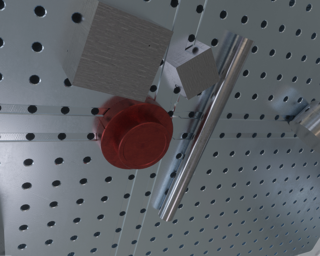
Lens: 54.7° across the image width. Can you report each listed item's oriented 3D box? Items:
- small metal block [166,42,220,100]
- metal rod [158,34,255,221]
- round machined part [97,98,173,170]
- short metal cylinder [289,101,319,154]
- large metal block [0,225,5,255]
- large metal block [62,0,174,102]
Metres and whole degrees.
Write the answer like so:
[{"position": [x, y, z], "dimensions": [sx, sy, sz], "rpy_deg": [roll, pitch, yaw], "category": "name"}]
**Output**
[{"position": [0.043, -0.072, 0.390], "dimensions": [0.050, 0.025, 0.050], "rpy_deg": [-32, 129, -8], "category": "small metal block"}, {"position": [0.060, 0.014, 0.452], "dimensions": [0.025, 0.025, 0.298], "rpy_deg": [8, 115, -32], "category": "metal rod"}, {"position": [-0.027, 0.013, 0.394], "dimensions": [0.099, 0.042, 0.097], "rpy_deg": [-14, 124, -21], "category": "round machined part"}, {"position": [0.268, 0.000, 0.522], "dimensions": [0.050, 0.080, 0.080], "rpy_deg": [-43, 129, 2], "category": "short metal cylinder"}, {"position": [-0.211, 0.127, 0.339], "dimensions": [0.050, 0.080, 0.079], "rpy_deg": [-18, 126, -18], "category": "large metal block"}, {"position": [-0.045, -0.080, 0.321], "dimensions": [0.081, 0.050, 0.079], "rpy_deg": [11, 113, -33], "category": "large metal block"}]
